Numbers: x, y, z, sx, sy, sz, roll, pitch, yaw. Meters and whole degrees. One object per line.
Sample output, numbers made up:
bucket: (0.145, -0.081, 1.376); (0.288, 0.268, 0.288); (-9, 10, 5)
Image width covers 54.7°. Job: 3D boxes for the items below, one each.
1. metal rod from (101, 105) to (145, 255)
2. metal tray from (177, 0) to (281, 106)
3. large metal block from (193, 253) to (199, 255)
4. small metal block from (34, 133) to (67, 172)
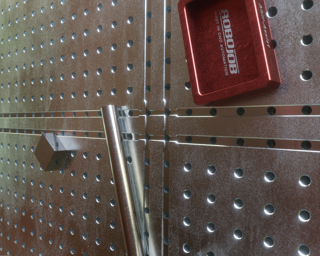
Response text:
metal rod: (-0.048, 0.113, 0.446); (0.025, 0.025, 0.298); (-19, 78, 38)
metal tray: (0.073, -0.097, 0.344); (0.090, 0.030, 0.129); (-14, 81, 38)
large metal block: (0.026, 0.212, 0.370); (0.080, 0.050, 0.080); (-47, 63, 29)
small metal block: (-0.204, 0.044, 0.574); (0.050, 0.025, 0.050); (46, 117, 30)
